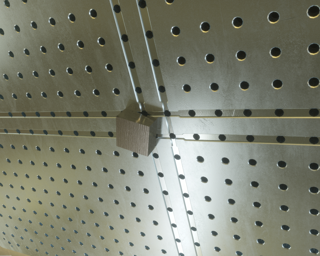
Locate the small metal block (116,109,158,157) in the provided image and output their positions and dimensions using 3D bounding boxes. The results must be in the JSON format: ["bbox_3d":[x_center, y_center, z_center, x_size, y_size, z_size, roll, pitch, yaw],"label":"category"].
[{"bbox_3d":[-0.033,0.006,0.433,0.050,0.025,0.050,17,125,18],"label":"small metal block"}]
